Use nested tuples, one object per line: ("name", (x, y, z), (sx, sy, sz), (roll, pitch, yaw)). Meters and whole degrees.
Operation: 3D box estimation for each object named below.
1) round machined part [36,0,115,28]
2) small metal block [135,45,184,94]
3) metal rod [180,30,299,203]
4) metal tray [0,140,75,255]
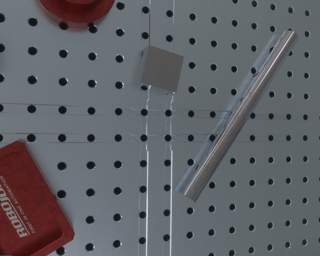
("round machined part", (-0.099, -0.173, 0.367), (0.099, 0.042, 0.097), (0, 90, -20))
("small metal block", (-0.001, -0.076, 0.412), (0.050, 0.025, 0.050), (14, 85, -20))
("metal rod", (0.122, -0.025, 0.457), (0.025, 0.025, 0.300), (38, 78, -16))
("metal tray", (-0.167, 0.090, 0.348), (0.091, 0.030, 0.129), (-29, 100, -18))
